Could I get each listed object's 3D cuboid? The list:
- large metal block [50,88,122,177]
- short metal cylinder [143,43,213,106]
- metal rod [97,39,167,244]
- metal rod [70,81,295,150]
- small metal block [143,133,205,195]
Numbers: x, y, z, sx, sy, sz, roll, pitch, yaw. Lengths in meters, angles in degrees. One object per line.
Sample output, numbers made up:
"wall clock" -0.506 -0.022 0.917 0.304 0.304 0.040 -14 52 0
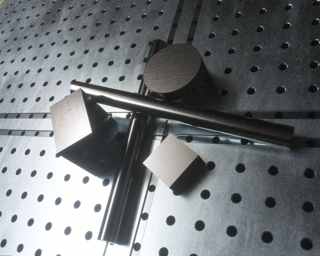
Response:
"large metal block" -0.096 0.007 0.416 0.050 0.080 0.080 -31 52 8
"short metal cylinder" 0.025 -0.067 0.419 0.080 0.050 0.080 -13 56 20
"metal rod" -0.031 0.000 0.423 0.025 0.025 0.300 -1 61 27
"metal rod" 0.008 -0.023 0.392 0.301 0.025 0.025 14 69 25
"small metal block" 0.017 0.042 0.373 0.050 0.025 0.050 -48 52 -6
